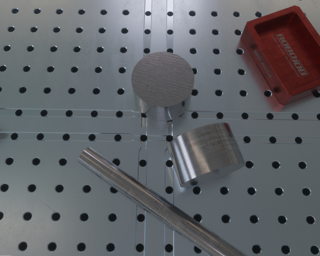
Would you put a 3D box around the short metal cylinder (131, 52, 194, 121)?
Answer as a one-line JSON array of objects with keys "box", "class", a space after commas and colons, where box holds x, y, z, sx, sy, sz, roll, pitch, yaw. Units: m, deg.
[{"box": [0.004, -0.055, 0.419, 0.081, 0.050, 0.080, 0, 70, 0], "class": "short metal cylinder"}]

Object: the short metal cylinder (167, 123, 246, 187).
[{"box": [0.055, 0.034, 0.371, 0.081, 0.080, 0.050, -17, 71, -6], "class": "short metal cylinder"}]

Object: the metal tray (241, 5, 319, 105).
[{"box": [0.189, -0.108, 0.449, 0.091, 0.030, 0.130, -21, 72, -8], "class": "metal tray"}]

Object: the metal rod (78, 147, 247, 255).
[{"box": [0.027, 0.114, 0.370, 0.301, 0.025, 0.025, 33, 73, 11], "class": "metal rod"}]
